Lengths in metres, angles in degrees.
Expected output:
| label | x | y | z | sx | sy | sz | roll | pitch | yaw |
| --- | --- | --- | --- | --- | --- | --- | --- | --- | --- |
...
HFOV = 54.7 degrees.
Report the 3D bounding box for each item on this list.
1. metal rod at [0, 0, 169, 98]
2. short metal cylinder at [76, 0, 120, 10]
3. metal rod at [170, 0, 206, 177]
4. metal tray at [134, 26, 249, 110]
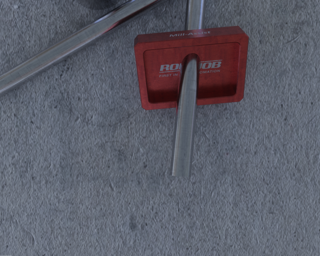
| label | x | y | z | sx | sy | sz | roll | pitch | yaw |
| --- | --- | --- | --- | --- | --- | --- | --- | --- | --- |
| metal rod | -0.108 | -0.115 | 0.408 | 0.301 | 0.025 | 0.025 | -30 | 90 | 0 |
| short metal cylinder | -0.085 | -0.200 | 0.397 | 0.081 | 0.050 | 0.080 | 0 | 90 | 0 |
| metal rod | 0.039 | -0.090 | 0.387 | 0.025 | 0.025 | 0.299 | 6 | 81 | 0 |
| metal tray | 0.038 | -0.073 | 0.384 | 0.131 | 0.030 | 0.089 | -5 | 125 | 0 |
